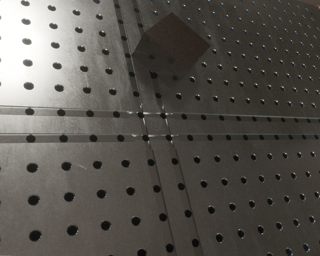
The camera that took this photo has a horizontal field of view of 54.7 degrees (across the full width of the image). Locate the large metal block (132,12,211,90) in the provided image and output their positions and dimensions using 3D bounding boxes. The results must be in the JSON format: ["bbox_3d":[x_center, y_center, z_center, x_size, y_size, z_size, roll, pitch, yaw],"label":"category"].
[{"bbox_3d":[0.018,-0.120,0.477,0.080,0.050,0.080,41,51,-1],"label":"large metal block"}]
